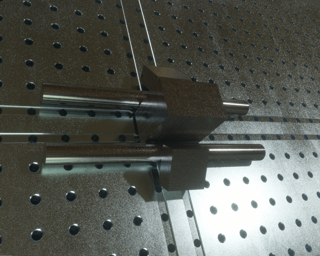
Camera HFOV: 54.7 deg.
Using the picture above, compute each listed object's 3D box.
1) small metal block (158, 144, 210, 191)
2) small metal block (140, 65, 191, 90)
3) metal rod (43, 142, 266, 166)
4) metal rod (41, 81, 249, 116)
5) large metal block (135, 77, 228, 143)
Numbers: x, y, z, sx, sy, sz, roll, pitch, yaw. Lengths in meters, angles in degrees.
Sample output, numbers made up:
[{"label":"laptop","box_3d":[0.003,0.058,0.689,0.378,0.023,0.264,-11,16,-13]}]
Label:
[{"label":"small metal block","box_3d":[0.029,0.047,0.375,0.050,0.025,0.050,3,98,-27]},{"label":"small metal block","box_3d":[0.007,-0.066,0.433,0.050,0.025,0.050,1,27,-28]},{"label":"metal rod","box_3d":[0.014,0.032,0.392,0.303,0.025,0.025,2,61,-27]},{"label":"metal rod","box_3d":[-0.001,-0.036,0.424,0.303,0.025,0.025,2,61,-27]},{"label":"large metal block","box_3d":[0.024,-0.016,0.390,0.081,0.080,0.050,2,61,-28]}]
